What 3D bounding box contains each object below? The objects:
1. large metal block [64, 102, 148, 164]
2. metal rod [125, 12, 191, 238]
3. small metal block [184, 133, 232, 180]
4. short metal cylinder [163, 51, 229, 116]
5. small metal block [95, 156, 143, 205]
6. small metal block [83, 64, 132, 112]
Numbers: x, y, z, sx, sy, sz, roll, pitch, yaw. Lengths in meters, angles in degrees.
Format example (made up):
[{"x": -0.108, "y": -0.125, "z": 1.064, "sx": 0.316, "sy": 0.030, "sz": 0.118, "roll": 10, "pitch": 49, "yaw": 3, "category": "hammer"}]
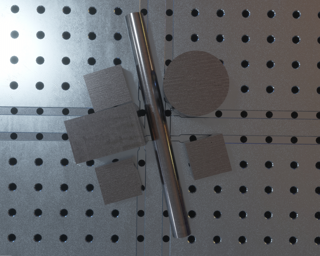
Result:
[{"x": -0.061, "y": 0.005, "z": 0.384, "sx": 0.080, "sy": 0.080, "sz": 0.050, "roll": -15, "pitch": 90, "yaw": 0, "category": "large metal block"}, {"x": -0.002, "y": -0.004, "z": 0.413, "sx": 0.025, "sy": 0.025, "sz": 0.298, "roll": -12, "pitch": 90, "yaw": 0, "category": "metal rod"}, {"x": 0.063, "y": 0.037, "z": 0.414, "sx": 0.050, "sy": 0.025, "sz": 0.050, "roll": -15, "pitch": 90, "yaw": -1, "category": "small metal block"}, {"x": 0.044, "y": -0.055, "z": 0.401, "sx": 0.081, "sy": 0.050, "sz": 0.079, "roll": 0, "pitch": 90, "yaw": -1, "category": "short metal cylinder"}, {"x": -0.054, "y": 0.069, "z": 0.413, "sx": 0.050, "sy": 0.025, "sz": 0.050, "roll": -16, "pitch": 90, "yaw": -1, "category": "small metal block"}, {"x": -0.068, "y": -0.052, "z": 0.412, "sx": 0.050, "sy": 0.025, "sz": 0.050, "roll": -17, "pitch": 90, "yaw": -1, "category": "small metal block"}]
